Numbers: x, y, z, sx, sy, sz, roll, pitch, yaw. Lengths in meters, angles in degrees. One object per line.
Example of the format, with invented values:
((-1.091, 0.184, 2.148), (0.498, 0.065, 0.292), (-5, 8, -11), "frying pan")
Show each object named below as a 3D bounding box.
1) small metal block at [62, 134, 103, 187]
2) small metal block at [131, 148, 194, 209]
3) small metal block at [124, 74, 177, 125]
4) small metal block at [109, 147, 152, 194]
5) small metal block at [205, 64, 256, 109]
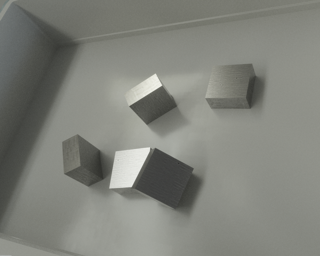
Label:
((-0.104, 0.044, 0.417), (0.025, 0.050, 0.050), (-26, 53, 12), "small metal block")
((0.003, 0.057, 0.351), (0.050, 0.025, 0.050), (29, 73, -8), "small metal block")
((-0.012, -0.038, 0.419), (0.050, 0.050, 0.025), (-31, 52, 8), "small metal block")
((-0.032, 0.055, 0.389), (0.050, 0.025, 0.050), (-8, 58, 24), "small metal block")
((0.090, -0.052, 0.391), (0.050, 0.025, 0.050), (3, 63, 29), "small metal block")
